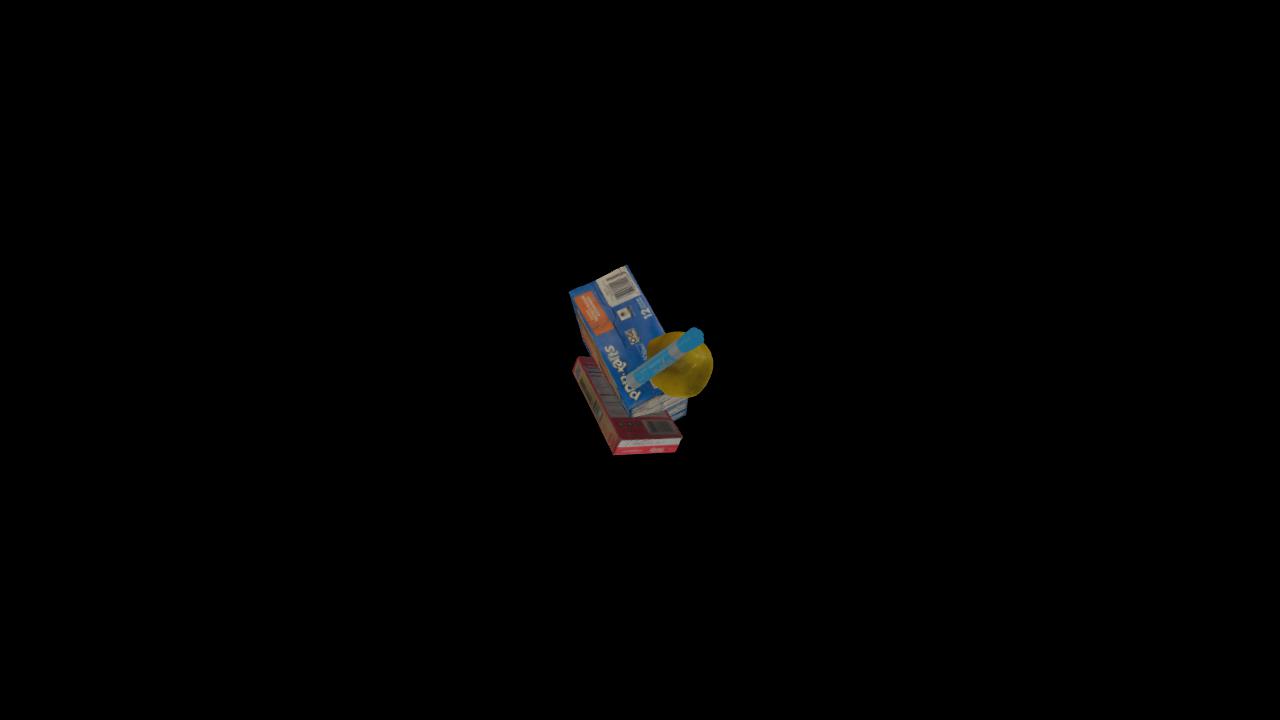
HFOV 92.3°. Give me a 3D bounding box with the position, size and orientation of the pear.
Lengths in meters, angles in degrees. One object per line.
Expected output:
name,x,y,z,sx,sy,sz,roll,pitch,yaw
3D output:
pear,0.028,-0.005,0.704,0.111,0.080,0.080,29,17,32

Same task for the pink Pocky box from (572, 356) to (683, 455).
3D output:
pink Pocky box,-0.019,0.052,0.743,0.084,0.029,0.155,3,35,-30

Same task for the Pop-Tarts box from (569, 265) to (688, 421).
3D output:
Pop-Tarts box,-0.012,-0.004,0.765,0.083,0.167,0.141,-25,-21,-8

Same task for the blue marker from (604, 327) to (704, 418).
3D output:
blue marker,0.025,-0.001,0.631,0.020,0.020,0.121,0,-24,-37
